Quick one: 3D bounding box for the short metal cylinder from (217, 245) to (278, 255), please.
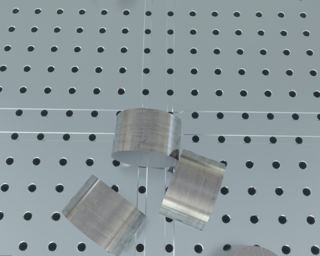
[{"bbox_3d":[0.097,0.170,0.337,0.081,0.050,0.080,0,70,0],"label":"short metal cylinder"}]

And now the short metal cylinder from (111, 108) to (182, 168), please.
[{"bbox_3d":[-0.015,0.015,0.377,0.080,0.080,0.050,5,70,2],"label":"short metal cylinder"}]

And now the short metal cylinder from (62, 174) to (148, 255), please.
[{"bbox_3d":[-0.061,0.096,0.347,0.080,0.080,0.050,35,74,12],"label":"short metal cylinder"}]

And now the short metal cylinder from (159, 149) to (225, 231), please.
[{"bbox_3d":[0.037,0.070,0.357,0.050,0.080,0.080,21,71,7],"label":"short metal cylinder"}]
